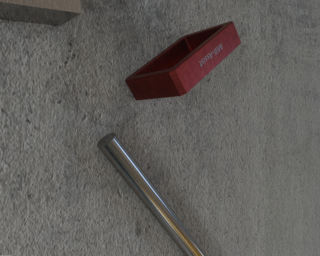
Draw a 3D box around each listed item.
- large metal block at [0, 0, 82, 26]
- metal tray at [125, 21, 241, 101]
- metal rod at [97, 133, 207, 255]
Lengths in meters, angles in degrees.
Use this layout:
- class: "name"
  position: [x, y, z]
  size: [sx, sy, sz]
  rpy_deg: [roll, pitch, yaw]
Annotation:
- class: "large metal block"
  position: [-0.125, -0.144, 0.285]
  size: [0.081, 0.050, 0.079]
  rpy_deg: [-8, 95, -40]
- class: "metal tray"
  position: [0.030, -0.084, 0.389]
  size: [0.131, 0.090, 0.030]
  rpy_deg: [-44, 117, -31]
- class: "metal rod"
  position: [0.013, 0.126, 0.418]
  size: [0.025, 0.025, 0.299]
  rpy_deg: [-49, 119, -29]
